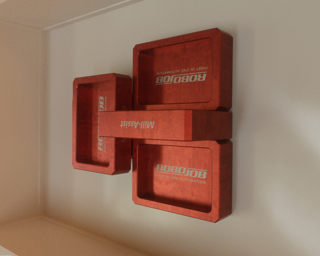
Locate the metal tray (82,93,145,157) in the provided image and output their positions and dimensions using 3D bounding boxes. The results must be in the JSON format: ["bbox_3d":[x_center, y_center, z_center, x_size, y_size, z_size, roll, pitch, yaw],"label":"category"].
[{"bbox_3d":[-0.080,-0.003,0.463,0.130,0.030,0.089,1,90,39],"label":"metal tray"}]

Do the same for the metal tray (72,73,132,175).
[{"bbox_3d":[-0.081,-0.006,0.426,0.090,0.030,0.129,2,91,39],"label":"metal tray"}]

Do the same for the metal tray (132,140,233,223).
[{"bbox_3d":[0.023,0.056,0.381,0.130,0.030,0.089,1,91,39],"label":"metal tray"}]

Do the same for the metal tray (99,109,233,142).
[{"bbox_3d":[0.005,-0.004,0.356,0.130,0.091,0.030,1,91,39],"label":"metal tray"}]

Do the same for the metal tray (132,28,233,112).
[{"bbox_3d":[0.023,-0.064,0.381,0.130,0.030,0.089,1,91,39],"label":"metal tray"}]
